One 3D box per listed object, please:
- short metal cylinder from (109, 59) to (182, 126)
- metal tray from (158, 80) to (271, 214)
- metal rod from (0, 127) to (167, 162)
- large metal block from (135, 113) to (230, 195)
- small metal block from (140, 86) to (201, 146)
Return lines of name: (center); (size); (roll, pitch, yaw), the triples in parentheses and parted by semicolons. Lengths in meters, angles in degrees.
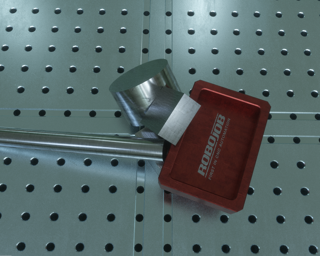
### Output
short metal cylinder: (-0.017, -0.046, 0.393); (0.080, 0.080, 0.050); (-33, 116, -12)
metal tray: (0.062, 0.019, 0.347); (0.090, 0.030, 0.130); (19, 71, 7)
metal rod: (-0.141, 0.015, 0.373); (0.301, 0.025, 0.025); (4, 70, 13)
large metal block: (0.026, 0.024, 0.388); (0.080, 0.050, 0.080); (-34, 74, -12)
small metal block: (0.010, -0.015, 0.340); (0.025, 0.050, 0.050); (33, 90, -30)
